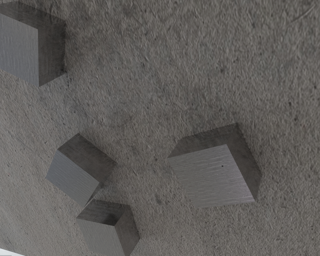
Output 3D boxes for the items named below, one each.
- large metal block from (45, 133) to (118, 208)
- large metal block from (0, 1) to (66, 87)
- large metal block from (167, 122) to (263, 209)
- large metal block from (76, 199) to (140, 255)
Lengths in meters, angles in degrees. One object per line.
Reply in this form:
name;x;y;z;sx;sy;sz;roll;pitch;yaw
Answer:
large metal block;-0.128;0.069;0.501;0.080;0.050;0.080;37;129;3
large metal block;-0.177;-0.113;0.414;0.080;0.050;0.079;25;127;12
large metal block;0.069;0.049;0.384;0.080;0.050;0.080;-18;109;35
large metal block;-0.090;0.179;0.549;0.080;0.050;0.080;2;119;27
